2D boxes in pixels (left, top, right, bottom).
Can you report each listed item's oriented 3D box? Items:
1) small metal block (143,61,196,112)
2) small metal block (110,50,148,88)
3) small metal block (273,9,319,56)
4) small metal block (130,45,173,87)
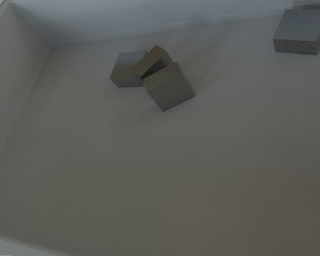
[{"bbox_3d":[0.013,-0.054,0.415,0.050,0.050,0.025,-26,53,12],"label":"small metal block"},{"bbox_3d":[-0.044,-0.092,0.483,0.050,0.025,0.050,2,62,28],"label":"small metal block"},{"bbox_3d":[0.176,-0.121,0.387,0.050,0.025,0.050,15,70,34],"label":"small metal block"},{"bbox_3d":[-0.005,-0.080,0.440,0.050,0.050,0.025,-45,51,-3],"label":"small metal block"}]
